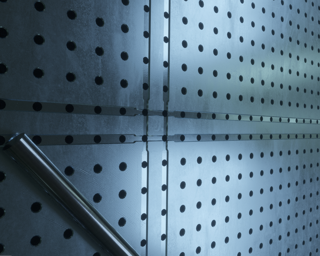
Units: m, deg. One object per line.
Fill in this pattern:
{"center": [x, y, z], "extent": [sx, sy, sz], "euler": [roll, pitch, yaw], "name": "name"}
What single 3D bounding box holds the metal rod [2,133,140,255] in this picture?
{"center": [-0.063, 0.124, 0.358], "extent": [0.025, 0.025, 0.299], "euler": [-49, 119, -29], "name": "metal rod"}
